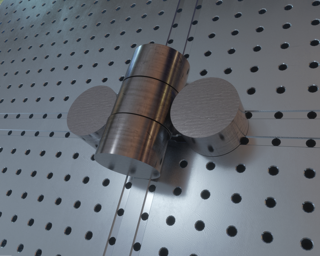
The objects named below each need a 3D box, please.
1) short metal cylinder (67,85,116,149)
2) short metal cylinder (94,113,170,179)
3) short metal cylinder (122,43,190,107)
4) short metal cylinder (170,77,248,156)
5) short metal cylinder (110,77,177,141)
[{"bbox_3d":[-0.084,-0.014,0.442,0.080,0.050,0.080,-13,56,20],"label":"short metal cylinder"},{"bbox_3d":[-0.033,0.024,0.373,0.080,0.080,0.050,1,63,28],"label":"short metal cylinder"},{"bbox_3d":[-0.005,-0.067,0.414,0.080,0.080,0.050,3,63,29],"label":"short metal cylinder"},{"bbox_3d":[0.059,-0.013,0.367,0.080,0.050,0.080,-13,56,20],"label":"short metal cylinder"},{"bbox_3d":[-0.018,-0.021,0.393,0.080,0.080,0.050,2,63,29],"label":"short metal cylinder"}]
